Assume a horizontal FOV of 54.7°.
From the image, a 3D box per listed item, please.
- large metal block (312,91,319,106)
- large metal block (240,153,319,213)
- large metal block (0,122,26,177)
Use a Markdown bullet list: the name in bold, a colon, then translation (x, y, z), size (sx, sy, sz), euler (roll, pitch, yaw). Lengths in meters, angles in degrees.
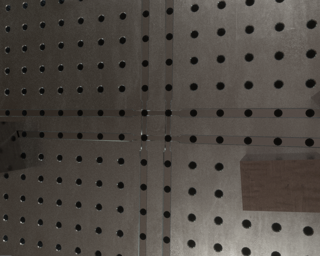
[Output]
- **large metal block**: translation (0.206, -0.021, 0.311), size (0.050, 0.080, 0.080), euler (-41, 77, 15)
- **large metal block**: translation (0.133, 0.056, 0.336), size (0.080, 0.080, 0.050), euler (-4, 89, 19)
- **large metal block**: translation (-0.273, 0.040, 0.493), size (0.080, 0.050, 0.080), euler (-19, 84, 18)
